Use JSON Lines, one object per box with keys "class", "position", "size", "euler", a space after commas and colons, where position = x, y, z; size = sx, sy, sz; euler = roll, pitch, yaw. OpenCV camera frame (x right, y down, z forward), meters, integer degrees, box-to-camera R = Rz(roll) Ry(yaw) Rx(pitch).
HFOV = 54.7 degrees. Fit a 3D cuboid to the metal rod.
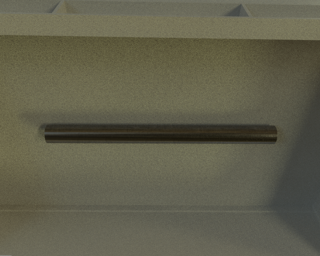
{"class": "metal rod", "position": [0.002, 0.008, 0.414], "size": [0.302, 0.025, 0.025], "euler": [0, 130, -1]}
